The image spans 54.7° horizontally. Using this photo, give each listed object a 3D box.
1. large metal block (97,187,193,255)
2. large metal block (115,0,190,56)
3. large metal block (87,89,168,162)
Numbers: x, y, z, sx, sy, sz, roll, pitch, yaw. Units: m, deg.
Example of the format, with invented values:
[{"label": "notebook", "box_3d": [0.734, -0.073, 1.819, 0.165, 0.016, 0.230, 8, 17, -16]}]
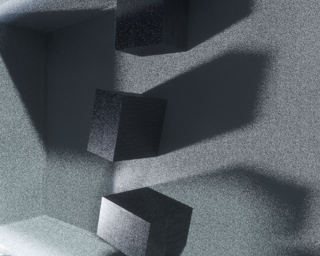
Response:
[{"label": "large metal block", "box_3d": [-0.018, 0.116, 0.386, 0.080, 0.081, 0.050, 16, 100, 39]}, {"label": "large metal block", "box_3d": [-0.011, -0.140, 0.399, 0.080, 0.050, 0.079, 5, 93, 40]}, {"label": "large metal block", "box_3d": [-0.041, -0.005, 0.405, 0.050, 0.081, 0.079, 17, 101, 39]}]
